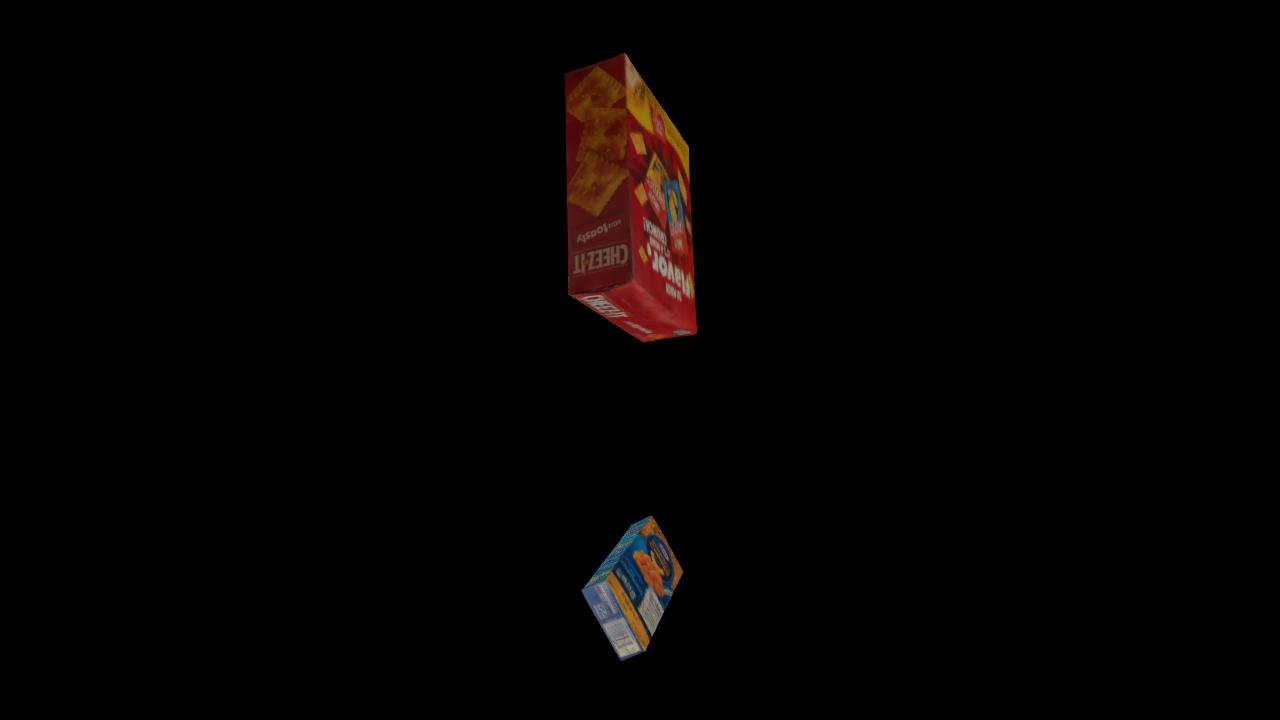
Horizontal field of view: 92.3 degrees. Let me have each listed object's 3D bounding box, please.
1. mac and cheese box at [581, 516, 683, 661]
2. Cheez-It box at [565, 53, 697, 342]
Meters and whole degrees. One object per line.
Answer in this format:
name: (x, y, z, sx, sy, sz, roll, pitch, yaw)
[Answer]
mac and cheese box: (-0.003, 0.272, 0.759, 0.041, 0.093, 0.184, -31, -1, 19)
Cheez-It box: (-0.004, -0.144, 0.595, 0.071, 0.223, 0.166, -9, -16, 23)
